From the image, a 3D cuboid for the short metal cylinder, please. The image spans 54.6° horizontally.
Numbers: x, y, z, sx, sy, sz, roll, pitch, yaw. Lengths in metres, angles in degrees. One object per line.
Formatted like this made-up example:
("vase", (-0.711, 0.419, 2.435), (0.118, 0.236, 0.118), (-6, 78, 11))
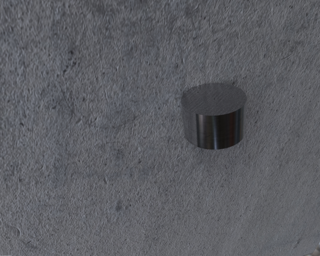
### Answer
("short metal cylinder", (0.069, -0.017, 0.398), (0.081, 0.080, 0.050), (-20, 126, -17))
